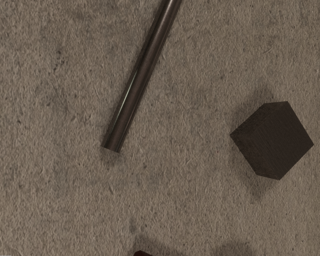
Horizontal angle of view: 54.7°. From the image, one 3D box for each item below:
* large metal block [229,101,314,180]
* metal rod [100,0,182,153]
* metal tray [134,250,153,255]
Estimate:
[{"bbox_3d":[0.165,0.017,0.459,0.080,0.050,0.080,-40,103,-16],"label":"large metal block"},{"bbox_3d":[-0.008,-0.110,0.406,0.025,0.025,0.299,24,82,-19],"label":"metal rod"},{"bbox_3d":[-0.019,0.239,0.400,0.090,0.030,0.130,32,79,-18],"label":"metal tray"}]
